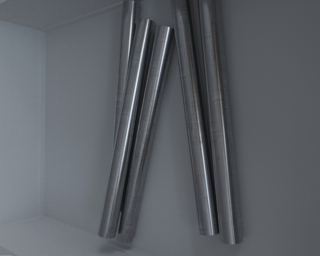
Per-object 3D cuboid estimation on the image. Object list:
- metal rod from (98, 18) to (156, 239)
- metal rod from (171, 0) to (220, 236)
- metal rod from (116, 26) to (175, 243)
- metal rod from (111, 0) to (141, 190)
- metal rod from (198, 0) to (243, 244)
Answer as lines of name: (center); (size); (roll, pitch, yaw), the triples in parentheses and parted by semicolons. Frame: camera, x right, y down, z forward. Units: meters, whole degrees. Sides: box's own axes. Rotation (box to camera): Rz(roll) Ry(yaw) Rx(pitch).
metal rod: (-0.046, 0.002, 0.425); (0.025, 0.025, 0.298); (12, 92, 39)
metal rod: (0.041, -0.027, 0.371); (0.025, 0.025, 0.298); (-11, 83, 39)
metal rod: (-0.021, 0.016, 0.422); (0.025, 0.025, 0.298); (19, 102, 38)
metal rod: (-0.053, -0.028, 0.447); (0.025, 0.025, 0.298); (8, 95, 39)
metal rod: (0.066, -0.024, 0.350); (0.025, 0.025, 0.298); (-8, 85, 39)
